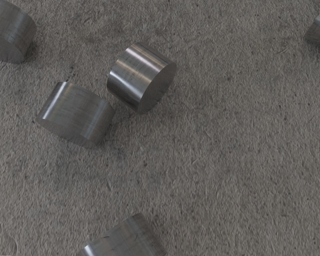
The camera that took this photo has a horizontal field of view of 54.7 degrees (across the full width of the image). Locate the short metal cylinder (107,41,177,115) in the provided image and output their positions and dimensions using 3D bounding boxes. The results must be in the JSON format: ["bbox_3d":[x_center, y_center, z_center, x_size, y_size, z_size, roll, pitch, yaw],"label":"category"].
[{"bbox_3d":[-0.023,-0.064,0.402,0.050,0.080,0.080,36,74,12],"label":"short metal cylinder"}]

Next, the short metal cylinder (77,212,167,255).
[{"bbox_3d":[-0.040,0.134,0.329,0.080,0.080,0.050,-32,73,-11],"label":"short metal cylinder"}]

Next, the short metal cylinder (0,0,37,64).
[{"bbox_3d":[-0.219,-0.132,0.426,0.080,0.080,0.050,12,71,4],"label":"short metal cylinder"}]

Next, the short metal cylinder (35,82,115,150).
[{"bbox_3d":[-0.103,-0.014,0.383,0.080,0.080,0.050,21,72,7],"label":"short metal cylinder"}]

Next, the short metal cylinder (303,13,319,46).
[{"bbox_3d":[0.250,-0.152,0.436,0.050,0.080,0.080,36,74,12],"label":"short metal cylinder"}]
